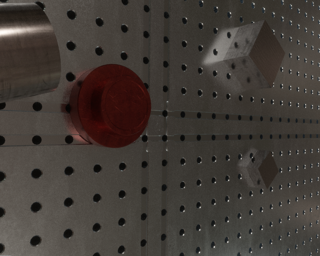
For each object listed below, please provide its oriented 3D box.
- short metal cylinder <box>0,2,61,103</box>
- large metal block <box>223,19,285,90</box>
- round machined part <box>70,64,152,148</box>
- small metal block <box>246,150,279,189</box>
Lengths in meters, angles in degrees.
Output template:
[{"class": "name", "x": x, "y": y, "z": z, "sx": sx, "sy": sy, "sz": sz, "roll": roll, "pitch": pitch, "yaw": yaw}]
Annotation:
[{"class": "short metal cylinder", "x": -0.128, "y": -0.065, "z": 0.267, "sx": 0.050, "sy": 0.080, "sz": 0.079, "roll": -21, "pitch": 104, "yaw": -38}, {"class": "large metal block", "x": 0.164, "y": -0.123, "z": 0.533, "sx": 0.080, "sy": 0.050, "sz": 0.080, "roll": 42, "pitch": 64, "yaw": -32}, {"class": "round machined part", "x": -0.049, "y": -0.025, "z": 0.359, "sx": 0.099, "sy": 0.042, "sz": 0.097, "roll": 0, "pitch": 90, "yaw": -40}, {"class": "small metal block", "x": 0.190, "y": 0.076, "z": 0.572, "sx": 0.050, "sy": 0.025, "sz": 0.050, "roll": -44, "pitch": 117, "yaw": -31}]
